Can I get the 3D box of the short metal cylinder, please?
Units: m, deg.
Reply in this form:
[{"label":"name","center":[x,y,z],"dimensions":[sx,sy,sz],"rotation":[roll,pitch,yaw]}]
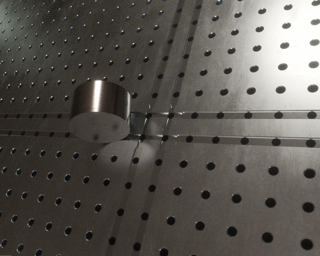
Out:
[{"label":"short metal cylinder","center":[-0.081,-0.020,0.426],"dimensions":[0.080,0.080,0.050],"rotation":[-15,56,20]}]
